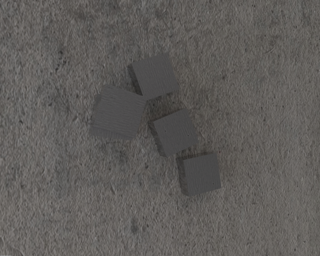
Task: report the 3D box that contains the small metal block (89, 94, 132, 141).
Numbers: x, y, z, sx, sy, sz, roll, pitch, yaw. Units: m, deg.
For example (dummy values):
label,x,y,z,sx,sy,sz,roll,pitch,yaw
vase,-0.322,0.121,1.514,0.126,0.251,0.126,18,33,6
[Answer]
label,x,y,z,sx,sy,sz,roll,pitch,yaw
small metal block,-0.059,-0.013,0.387,0.050,0.025,0.050,9,87,-20

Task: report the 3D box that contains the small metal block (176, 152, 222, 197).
label,x,y,z,sx,sy,sz,roll,pitch,yaw
small metal block,0.054,0.062,0.429,0.050,0.025,0.050,-10,94,-20

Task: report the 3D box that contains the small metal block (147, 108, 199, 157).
label,x,y,z,sx,sy,sz,roll,pitch,yaw
small metal block,0.018,0.006,0.415,0.050,0.025,0.050,-23,98,-19

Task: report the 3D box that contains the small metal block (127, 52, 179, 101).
label,x,y,z,sx,sy,sz,roll,pitch,yaw
small metal block,-0.009,-0.066,0.405,0.050,0.025,0.050,-22,97,-19

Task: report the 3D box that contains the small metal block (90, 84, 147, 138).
label,x,y,z,sx,sy,sz,roll,pitch,yaw
small metal block,-0.049,-0.019,0.364,0.050,0.025,0.050,17,84,-19
